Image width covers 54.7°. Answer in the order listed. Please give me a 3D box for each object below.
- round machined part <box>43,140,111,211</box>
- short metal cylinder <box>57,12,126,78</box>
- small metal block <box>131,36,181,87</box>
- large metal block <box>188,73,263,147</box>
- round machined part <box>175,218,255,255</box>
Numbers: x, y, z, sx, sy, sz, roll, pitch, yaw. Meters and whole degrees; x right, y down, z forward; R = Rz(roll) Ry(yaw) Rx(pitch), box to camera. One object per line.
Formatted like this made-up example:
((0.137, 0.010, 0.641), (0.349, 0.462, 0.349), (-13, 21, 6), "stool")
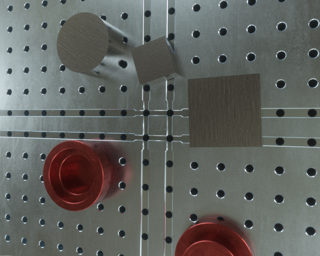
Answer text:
((-0.113, 0.065, 0.444), (0.098, 0.042, 0.097), (0, 90, 20), "round machined part")
((-0.094, -0.113, 0.433), (0.080, 0.050, 0.080), (0, 90, 20), "short metal cylinder")
((-0.006, -0.088, 0.415), (0.050, 0.025, 0.050), (-17, 85, 19), "small metal block")
((0.080, -0.018, 0.371), (0.080, 0.050, 0.080), (-2, 89, 20), "large metal block")
((0.065, 0.165, 0.381), (0.098, 0.042, 0.097), (0, 90, 20), "round machined part")
